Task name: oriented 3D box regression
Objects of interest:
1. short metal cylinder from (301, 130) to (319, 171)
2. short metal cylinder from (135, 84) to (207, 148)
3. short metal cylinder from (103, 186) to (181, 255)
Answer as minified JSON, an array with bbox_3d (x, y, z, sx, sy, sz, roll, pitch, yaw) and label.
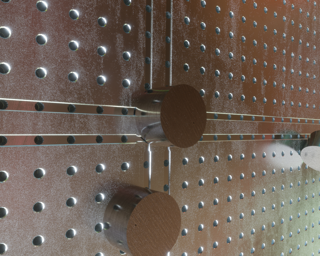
[{"bbox_3d":[0.355,0.051,0.670,0.050,0.080,0.080,-49,119,-29],"label":"short metal cylinder"},{"bbox_3d":[0.015,-0.015,0.405,0.081,0.050,0.079,0,90,-40],"label":"short metal cylinder"},{"bbox_3d":[-0.021,0.114,0.375,0.081,0.050,0.079,0,90,-40],"label":"short metal cylinder"}]
